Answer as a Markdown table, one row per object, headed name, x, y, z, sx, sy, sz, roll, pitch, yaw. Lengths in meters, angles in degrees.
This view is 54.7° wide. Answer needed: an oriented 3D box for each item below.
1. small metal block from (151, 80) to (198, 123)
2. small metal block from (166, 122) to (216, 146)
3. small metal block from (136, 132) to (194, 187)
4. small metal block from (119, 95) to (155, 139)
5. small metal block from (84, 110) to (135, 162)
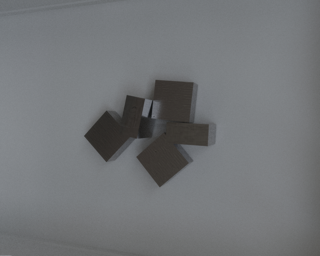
| name | x | y | z | sx | sy | sz | roll | pitch | yaw |
| --- | --- | --- | --- | --- | --- | --- | --- | --- | --- |
| small metal block | 0.019 | -0.034 | 0.401 | 0.050 | 0.025 | 0.050 | 7 | 92 | 19 |
| small metal block | 0.039 | 0.007 | 0.380 | 0.050 | 0.050 | 0.025 | 3 | 91 | 19 |
| small metal block | 0.007 | 0.041 | 0.405 | 0.050 | 0.025 | 0.050 | -42 | 77 | 15 |
| small metal block | -0.026 | -0.014 | 0.403 | 0.025 | 0.050 | 0.050 | 13 | 95 | 19 |
| small metal block | -0.068 | 0.011 | 0.431 | 0.050 | 0.025 | 0.050 | -46 | 76 | 14 |
